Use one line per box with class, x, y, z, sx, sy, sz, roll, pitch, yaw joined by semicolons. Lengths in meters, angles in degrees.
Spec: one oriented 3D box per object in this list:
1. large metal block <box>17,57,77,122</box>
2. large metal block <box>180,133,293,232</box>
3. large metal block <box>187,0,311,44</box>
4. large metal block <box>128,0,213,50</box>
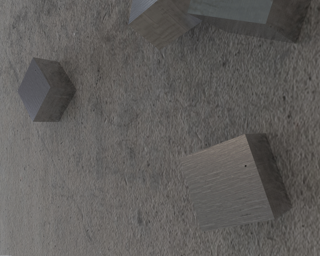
large metal block;-0.205;-0.067;0.558;0.080;0.050;0.080;-52;60;27
large metal block;0.078;0.057;0.325;0.080;0.050;0.080;-26;74;37
large metal block;0.087;-0.120;0.297;0.080;0.081;0.050;24;106;37
large metal block;0.013;-0.151;0.357;0.080;0.050;0.080;-26;46;37
